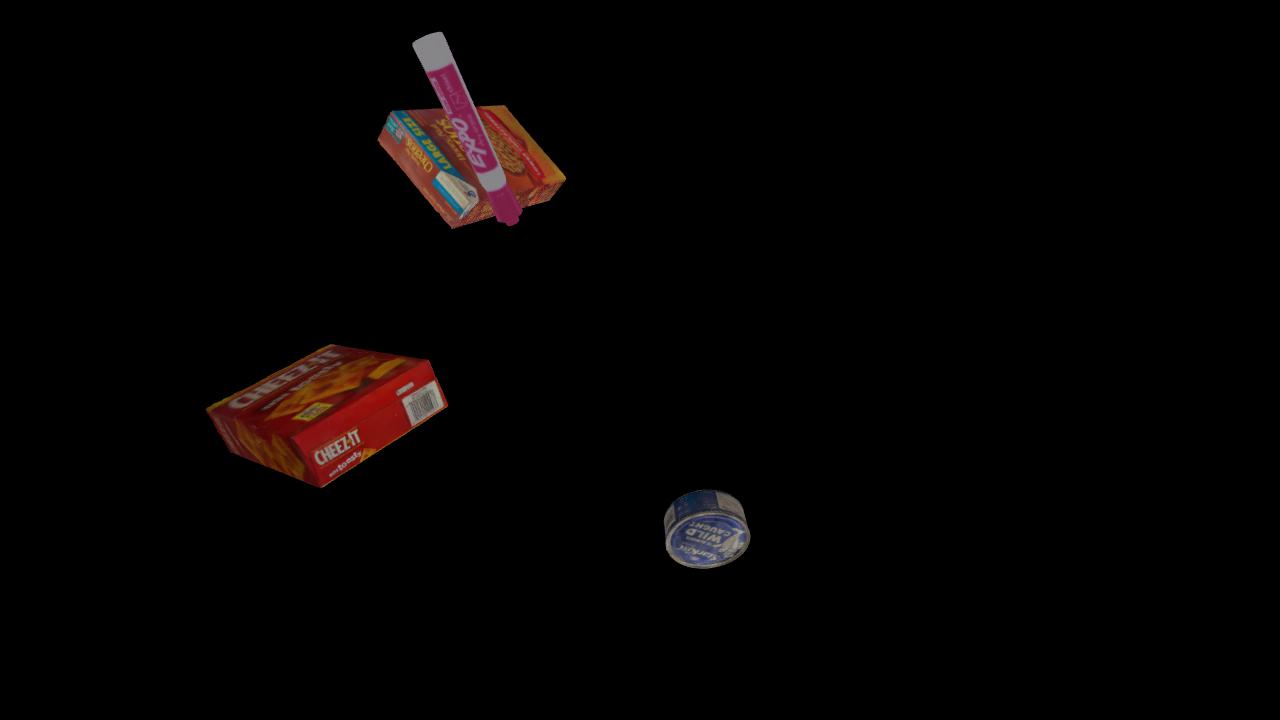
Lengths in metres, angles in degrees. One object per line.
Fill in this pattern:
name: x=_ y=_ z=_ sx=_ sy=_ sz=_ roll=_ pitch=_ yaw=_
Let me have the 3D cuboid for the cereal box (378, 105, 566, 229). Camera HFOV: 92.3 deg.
cereal box: x=-0.298 y=-0.370 z=1.146 sx=0.081 sy=0.203 sz=0.306 roll=-40 pitch=0 yaw=34

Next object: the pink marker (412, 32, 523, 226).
pink marker: x=-0.103 y=-0.138 z=0.384 sx=0.020 sy=0.121 sz=0.020 roll=-12 pitch=40 yaw=10

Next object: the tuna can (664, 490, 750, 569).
tuna can: x=0.066 y=0.169 z=0.616 sx=0.084 sy=0.084 sz=0.034 roll=0 pitch=34 yaw=-4

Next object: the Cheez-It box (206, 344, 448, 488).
Cheez-It box: x=-0.358 y=0.053 z=0.705 sx=0.223 sy=0.071 sz=0.166 roll=6 pitch=31 yaw=37
